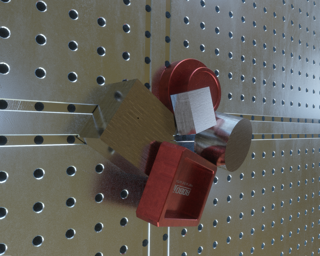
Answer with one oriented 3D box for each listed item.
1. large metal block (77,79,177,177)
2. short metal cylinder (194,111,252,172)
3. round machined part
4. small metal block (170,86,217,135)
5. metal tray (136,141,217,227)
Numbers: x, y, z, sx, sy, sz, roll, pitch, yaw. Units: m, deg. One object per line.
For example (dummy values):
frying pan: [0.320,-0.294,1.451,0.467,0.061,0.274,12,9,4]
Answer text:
large metal block: [-0.034,0.001,0.364,0.080,0.050,0.080,43,64,-32]
short metal cylinder: [0.094,0.019,0.457,0.081,0.050,0.079,-23,121,-45]
round machined part: [0.049,-0.050,0.439,0.099,0.042,0.097,0,90,-40]
small metal block: [0.043,-0.022,0.385,0.050,0.025,0.050,-20,100,-49]
metal tray: [0.028,0.076,0.392,0.130,0.030,0.090,32,76,-59]
